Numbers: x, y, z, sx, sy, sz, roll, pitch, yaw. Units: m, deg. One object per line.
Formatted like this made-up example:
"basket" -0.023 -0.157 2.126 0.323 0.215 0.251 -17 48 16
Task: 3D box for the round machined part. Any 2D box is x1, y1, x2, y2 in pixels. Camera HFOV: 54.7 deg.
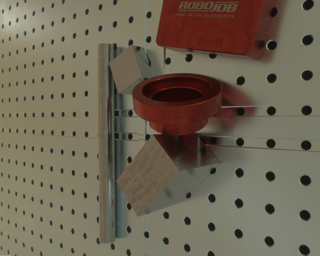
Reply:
"round machined part" 0.020 -0.026 0.351 0.098 0.099 0.042 20 127 38

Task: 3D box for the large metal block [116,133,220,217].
"large metal block" 0.010 0.052 0.363 0.080 0.081 0.050 -52 60 28

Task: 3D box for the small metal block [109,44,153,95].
"small metal block" -0.041 -0.082 0.441 0.050 0.025 0.050 -29 72 36

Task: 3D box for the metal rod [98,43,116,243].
"metal rod" -0.082 0.023 0.473 0.025 0.025 0.298 -1 89 39

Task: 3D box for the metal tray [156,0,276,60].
"metal tray" 0.060 -0.132 0.355 0.130 0.030 0.089 18 101 38
